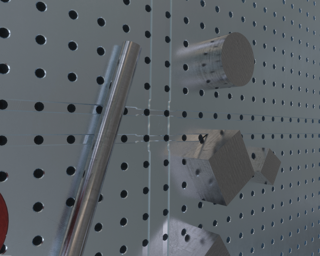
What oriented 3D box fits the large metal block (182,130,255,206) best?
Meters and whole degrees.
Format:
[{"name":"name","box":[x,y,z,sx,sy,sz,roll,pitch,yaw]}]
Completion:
[{"name":"large metal block","box":[0.091,0.057,0.469,0.080,0.050,0.080,-37,113,-34]}]

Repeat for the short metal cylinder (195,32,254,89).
[{"name":"short metal cylinder","box":[0.100,-0.101,0.477,0.081,0.050,0.079,0,90,-40]}]

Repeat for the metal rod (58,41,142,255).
[{"name":"metal rod","box":[-0.071,0.041,0.349,0.025,0.025,0.299,24,75,-38]}]

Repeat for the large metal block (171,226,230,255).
[{"name":"large metal block","box":[0.058,0.204,0.442,0.080,0.050,0.080,-42,116,-32]}]

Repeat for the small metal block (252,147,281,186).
[{"name":"small metal block","box":[0.195,0.071,0.573,0.050,0.025,0.050,42,65,-32]}]

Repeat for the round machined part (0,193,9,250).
[{"name":"round machined part","box":[-0.180,0.079,0.248,0.099,0.042,0.097,0,90,-40]}]
